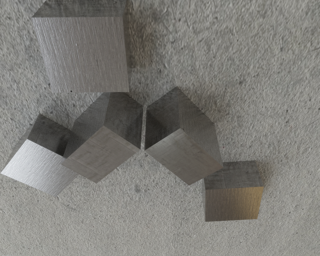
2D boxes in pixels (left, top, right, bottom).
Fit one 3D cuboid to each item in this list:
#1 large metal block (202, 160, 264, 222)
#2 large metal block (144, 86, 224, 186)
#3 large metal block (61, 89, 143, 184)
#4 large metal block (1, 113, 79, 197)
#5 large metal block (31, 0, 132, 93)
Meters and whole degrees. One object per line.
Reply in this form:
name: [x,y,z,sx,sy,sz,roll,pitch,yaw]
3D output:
large metal block: [0.107,0.098,0.475,0.080,0.050,0.080,-4,130,3]
large metal block: [0.028,0.010,0.379,0.050,0.080,0.080,-34,123,25]
large metal block: [-0.067,0.007,0.376,0.050,0.080,0.080,36,121,-27]
large metal block: [-0.153,0.040,0.423,0.080,0.050,0.080,32,123,-25]
large metal block: [-0.073,-0.084,0.319,0.081,0.050,0.079,-1,130,0]
